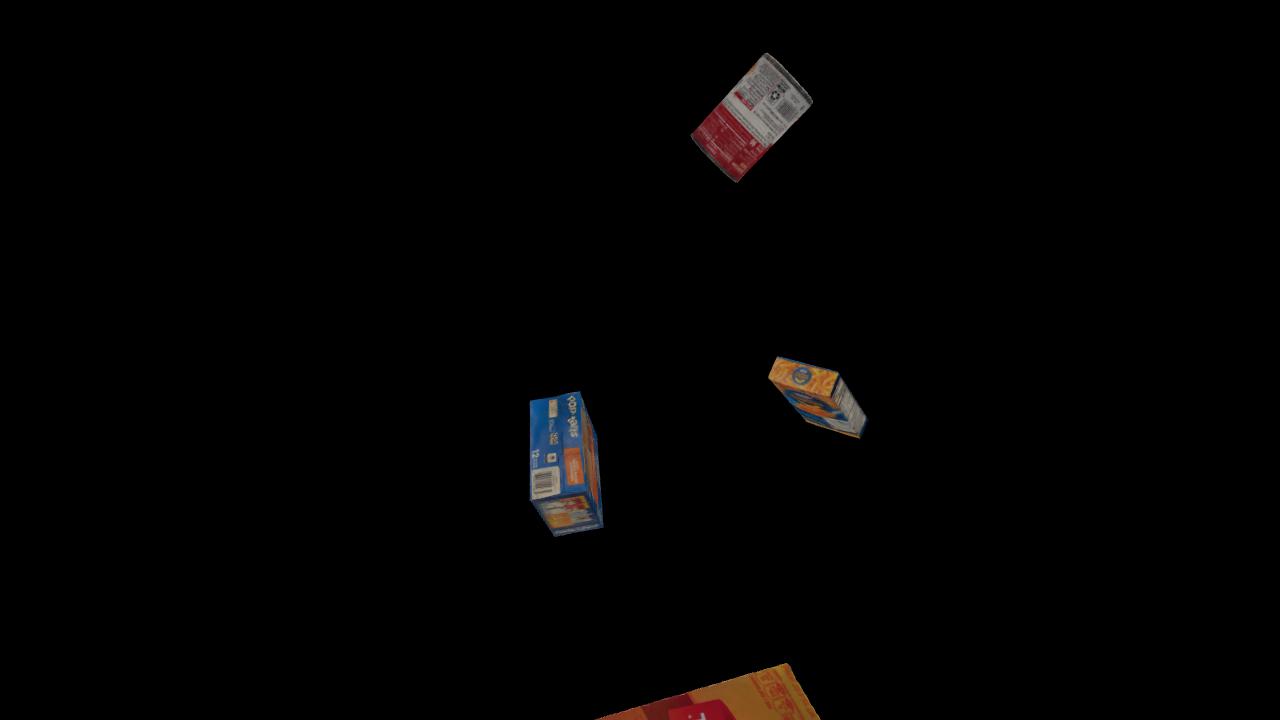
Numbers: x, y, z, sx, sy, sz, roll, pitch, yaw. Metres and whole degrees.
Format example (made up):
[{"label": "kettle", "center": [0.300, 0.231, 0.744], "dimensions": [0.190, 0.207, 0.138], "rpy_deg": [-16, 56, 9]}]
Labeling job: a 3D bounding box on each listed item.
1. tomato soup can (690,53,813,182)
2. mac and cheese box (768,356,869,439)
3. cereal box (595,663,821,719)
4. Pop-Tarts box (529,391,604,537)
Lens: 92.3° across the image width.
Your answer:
[{"label": "tomato soup can", "center": [0.107, -0.234, 0.597], "dimensions": [0.101, 0.068, 0.068], "rpy_deg": [-44, -21, 23]}, {"label": "mac and cheese box", "center": [0.259, 0.057, 0.880], "dimensions": [0.093, 0.041, 0.184], "rpy_deg": [19, -13, 38]}, {"label": "cereal box", "center": [-0.003, 0.308, 0.330], "dimensions": [0.306, 0.081, 0.203], "rpy_deg": [-4, 32, -21]}, {"label": "Pop-Tarts box", "center": [-0.111, 0.159, 0.936], "dimensions": [0.083, 0.167, 0.141], "rpy_deg": [-9, -37, 2]}]
